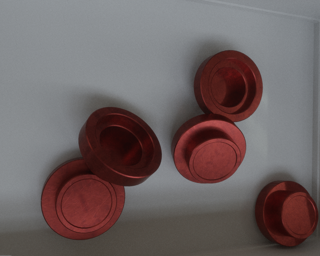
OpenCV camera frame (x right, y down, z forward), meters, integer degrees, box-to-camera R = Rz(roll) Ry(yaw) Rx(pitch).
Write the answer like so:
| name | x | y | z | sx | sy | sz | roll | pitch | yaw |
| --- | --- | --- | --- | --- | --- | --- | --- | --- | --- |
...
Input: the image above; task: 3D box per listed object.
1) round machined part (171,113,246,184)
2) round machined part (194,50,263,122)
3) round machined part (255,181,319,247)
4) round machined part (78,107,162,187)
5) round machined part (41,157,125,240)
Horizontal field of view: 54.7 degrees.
| name | x | y | z | sx | sy | sz | roll | pitch | yaw |
| --- | --- | --- | --- | --- | --- | --- | --- | --- | --- |
| round machined part | 0.067 | 0.033 | 0.407 | 0.099 | 0.042 | 0.097 | -4 | 116 | -7 |
| round machined part | 0.091 | -0.056 | 0.437 | 0.099 | 0.042 | 0.097 | 0 | 90 | -21 |
| round machined part | 0.198 | 0.130 | 0.470 | 0.099 | 0.042 | 0.097 | 3 | 81 | -20 |
| round machined part | -0.050 | 0.026 | 0.366 | 0.099 | 0.042 | 0.098 | 25 | 40 | -23 |
| round machined part | -0.089 | 0.085 | 0.369 | 0.099 | 0.042 | 0.097 | 0 | 90 | -21 |
